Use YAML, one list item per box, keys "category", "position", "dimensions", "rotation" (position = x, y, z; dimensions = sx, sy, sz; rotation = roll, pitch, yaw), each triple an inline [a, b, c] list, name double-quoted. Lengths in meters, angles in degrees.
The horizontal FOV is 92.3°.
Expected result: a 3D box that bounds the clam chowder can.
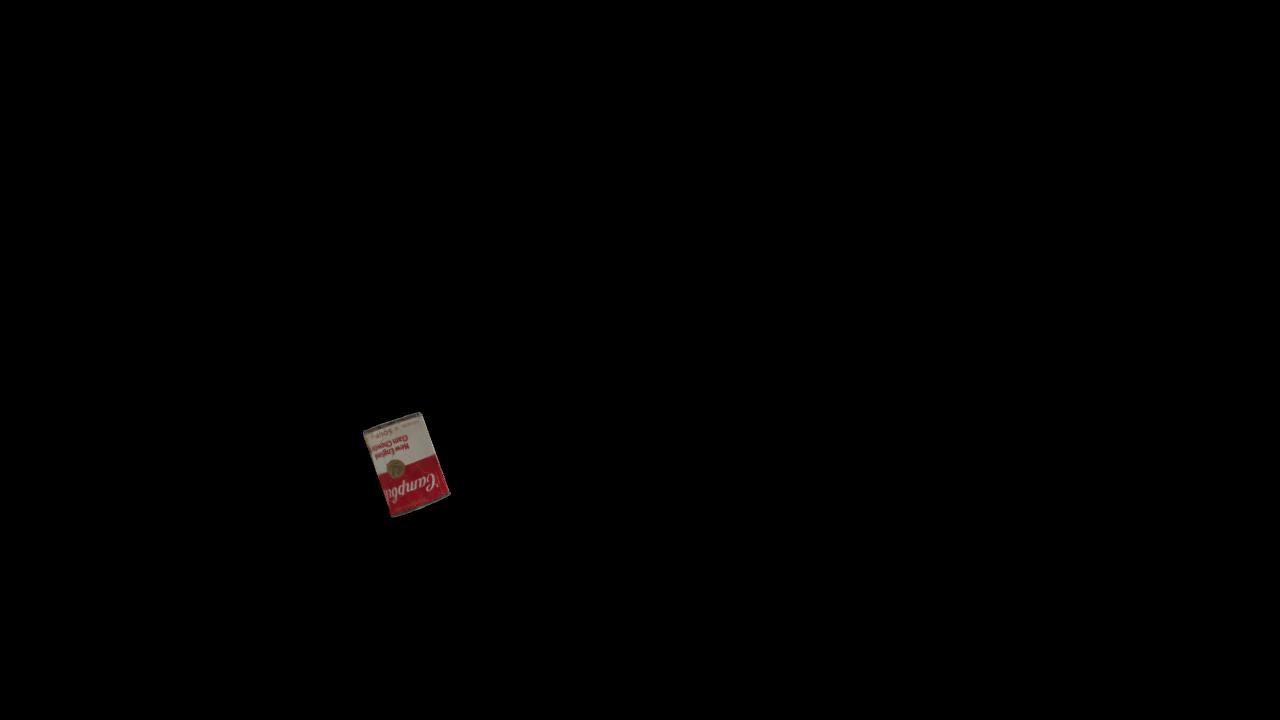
- category: "clam chowder can"
  position: [-0.264, 0.117, 0.698]
  dimensions: [0.068, 0.102, 0.068]
  rotation: [-20, -1, 0]
